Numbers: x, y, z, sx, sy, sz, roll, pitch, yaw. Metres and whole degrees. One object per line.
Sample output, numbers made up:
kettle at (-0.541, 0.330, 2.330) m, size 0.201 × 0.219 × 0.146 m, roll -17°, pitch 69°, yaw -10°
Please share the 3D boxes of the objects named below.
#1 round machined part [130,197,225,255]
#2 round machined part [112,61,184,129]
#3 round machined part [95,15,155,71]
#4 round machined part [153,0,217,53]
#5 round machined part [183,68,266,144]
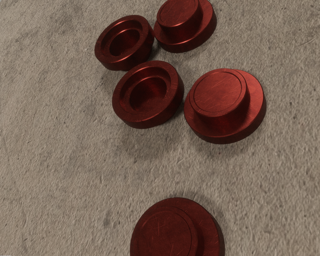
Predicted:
round machined part at (0.012, 0.118, 0.314) m, size 0.098 × 0.042 × 0.098 m, roll -13°, pitch 56°, yaw 20°
round machined part at (-0.012, -0.041, 0.423) m, size 0.098 × 0.042 × 0.098 m, roll -13°, pitch 56°, yaw 20°
round machined part at (-0.052, -0.131, 0.499) m, size 0.098 × 0.042 × 0.098 m, roll -13°, pitch 56°, yaw 21°
round machined part at (0.034, -0.167, 0.476) m, size 0.098 × 0.042 × 0.098 m, roll -13°, pitch 56°, yaw 20°
round machined part at (0.074, -0.033, 0.373) m, size 0.098 × 0.042 × 0.098 m, roll -13°, pitch 56°, yaw 20°
